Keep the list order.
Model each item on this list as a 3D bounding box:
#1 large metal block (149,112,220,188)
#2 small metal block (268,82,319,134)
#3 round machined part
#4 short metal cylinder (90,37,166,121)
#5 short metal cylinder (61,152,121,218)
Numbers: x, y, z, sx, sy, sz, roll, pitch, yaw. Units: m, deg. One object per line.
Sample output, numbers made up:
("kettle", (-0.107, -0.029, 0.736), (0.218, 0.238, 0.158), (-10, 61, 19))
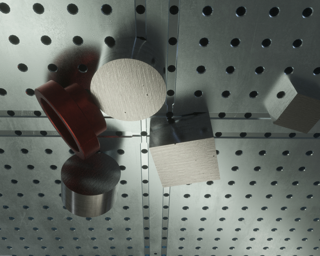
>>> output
("large metal block", (0.035, 0.031, 0.422), (0.080, 0.050, 0.080), (-10, 130, 8))
("small metal block", (0.176, -0.025, 0.392), (0.050, 0.025, 0.050), (15, 129, -13))
("round machined part", (-0.100, -0.014, 0.364), (0.042, 0.098, 0.098), (-37, 133, -22))
("short metal cylinder", (-0.033, -0.054, 0.349), (0.081, 0.050, 0.079), (0, 130, 0))
("short metal cylinder", (-0.099, 0.079, 0.442), (0.081, 0.080, 0.050), (8, 130, -7))
